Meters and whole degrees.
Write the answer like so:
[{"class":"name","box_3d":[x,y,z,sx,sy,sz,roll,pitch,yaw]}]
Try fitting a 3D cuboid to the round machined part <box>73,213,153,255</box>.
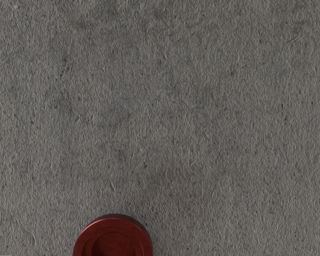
[{"class":"round machined part","box_3d":[-0.058,0.159,0.401,0.099,0.042,0.097,0,90,0]}]
